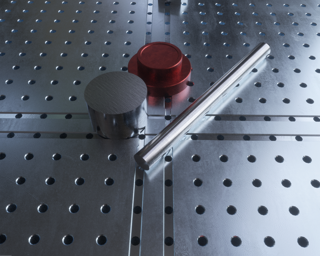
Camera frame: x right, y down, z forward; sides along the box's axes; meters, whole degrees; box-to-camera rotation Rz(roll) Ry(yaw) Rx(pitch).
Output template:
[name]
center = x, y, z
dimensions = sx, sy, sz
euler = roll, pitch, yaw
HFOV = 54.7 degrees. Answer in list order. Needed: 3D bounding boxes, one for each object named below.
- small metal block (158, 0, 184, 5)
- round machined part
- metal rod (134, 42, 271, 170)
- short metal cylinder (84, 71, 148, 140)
[small metal block]
center = 0.028, -0.285, 0.648
dimensions = 0.050, 0.025, 0.050
euler = 16, 52, 12
[round machined part]
center = -0.001, -0.097, 0.478
dimensions = 0.099, 0.042, 0.098
euler = 0, 50, 0
[metal rod]
center = 0.076, -0.046, 0.446
dimensions = 0.025, 0.025, 0.302
euler = 34, 57, 24
[short metal cylinder]
center = -0.057, -0.031, 0.417
dimensions = 0.081, 0.050, 0.080
euler = 0, 50, 0
